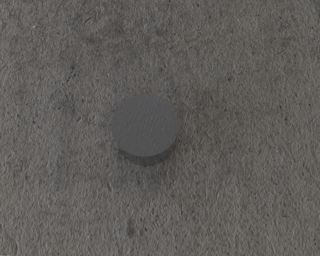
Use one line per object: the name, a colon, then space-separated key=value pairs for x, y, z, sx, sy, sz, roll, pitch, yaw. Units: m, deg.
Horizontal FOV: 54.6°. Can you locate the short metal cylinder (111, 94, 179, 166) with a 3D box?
short metal cylinder: x=-0.018 y=0.004 z=0.393 sx=0.080 sy=0.050 sz=0.080 roll=0 pitch=70 yaw=0
